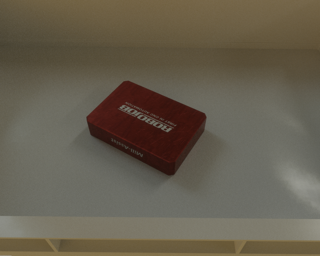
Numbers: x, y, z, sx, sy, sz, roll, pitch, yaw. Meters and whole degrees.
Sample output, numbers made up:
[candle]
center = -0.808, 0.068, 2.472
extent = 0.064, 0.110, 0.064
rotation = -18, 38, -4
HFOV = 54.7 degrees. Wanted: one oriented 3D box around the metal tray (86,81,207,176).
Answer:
[metal tray]
center = -0.017, -0.005, 0.406
extent = 0.130, 0.030, 0.090
rotation = 25, 54, 19
